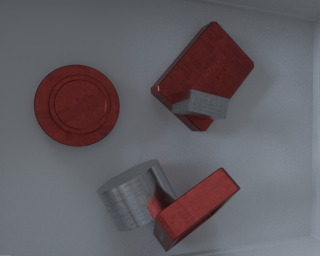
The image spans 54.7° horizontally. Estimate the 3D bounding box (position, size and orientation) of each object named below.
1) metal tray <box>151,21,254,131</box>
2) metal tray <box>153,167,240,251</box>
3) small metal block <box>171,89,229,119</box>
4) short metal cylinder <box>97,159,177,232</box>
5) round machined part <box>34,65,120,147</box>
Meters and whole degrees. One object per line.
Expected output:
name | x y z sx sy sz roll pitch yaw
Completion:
metal tray | 0.061 -0.070 0.432 0.090 0.030 0.130 42 76 -16
metal tray | 0.038 0.103 0.372 0.090 0.129 0.030 -32 69 -17
small metal block | 0.049 -0.028 0.384 0.050 0.050 0.025 12 87 -20
short metal cylinder | -0.027 0.078 0.370 0.081 0.080 0.050 -28 94 -18
round machined part | -0.096 -0.026 0.367 0.099 0.042 0.097 0 90 -21
